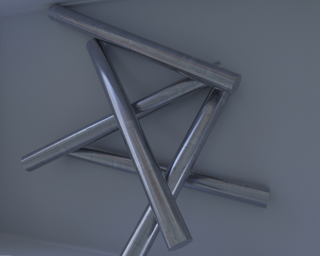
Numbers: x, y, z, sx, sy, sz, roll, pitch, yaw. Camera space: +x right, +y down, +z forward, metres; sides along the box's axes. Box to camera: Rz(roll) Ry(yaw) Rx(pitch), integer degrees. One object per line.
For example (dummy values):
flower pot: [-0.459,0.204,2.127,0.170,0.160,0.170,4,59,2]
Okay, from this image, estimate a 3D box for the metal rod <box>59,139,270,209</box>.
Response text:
metal rod: [-0.012,0.055,0.414,0.301,0.025,0.025,11,94,19]

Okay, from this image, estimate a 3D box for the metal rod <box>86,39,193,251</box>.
metal rod: [-0.037,-0.005,0.367,0.025,0.025,0.299,-37,57,16]

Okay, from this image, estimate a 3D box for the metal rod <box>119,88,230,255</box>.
metal rod: [0.004,0.078,0.340,0.025,0.025,0.300,24,71,18]

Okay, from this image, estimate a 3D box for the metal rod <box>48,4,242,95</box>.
metal rod: [-0.037,-0.111,0.406,0.300,0.025,0.025,27,99,24]

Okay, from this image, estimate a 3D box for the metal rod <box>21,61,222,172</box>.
metal rod: [-0.056,-0.011,0.413,0.301,0.025,0.025,-25,82,12]
